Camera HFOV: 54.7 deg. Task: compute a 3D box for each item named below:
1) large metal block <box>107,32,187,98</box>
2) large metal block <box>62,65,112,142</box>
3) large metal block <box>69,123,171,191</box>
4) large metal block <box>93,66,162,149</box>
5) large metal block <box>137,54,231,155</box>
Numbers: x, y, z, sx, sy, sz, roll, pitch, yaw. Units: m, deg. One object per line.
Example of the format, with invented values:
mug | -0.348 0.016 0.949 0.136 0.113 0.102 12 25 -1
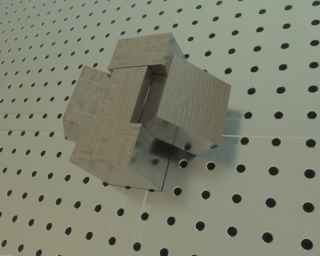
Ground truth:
large metal block | -0.010 -0.079 0.424 0.080 0.080 0.050 1 63 28
large metal block | -0.094 -0.025 0.428 0.050 0.080 0.080 18 66 -7
large metal block | -0.045 0.035 0.372 0.080 0.080 0.050 1 63 28
large metal block | -0.030 -0.021 0.399 0.050 0.080 0.080 1 62 28
large metal block | 0.030 -0.024 0.360 0.050 0.080 0.080 -32 38 58
